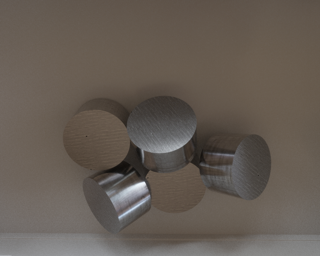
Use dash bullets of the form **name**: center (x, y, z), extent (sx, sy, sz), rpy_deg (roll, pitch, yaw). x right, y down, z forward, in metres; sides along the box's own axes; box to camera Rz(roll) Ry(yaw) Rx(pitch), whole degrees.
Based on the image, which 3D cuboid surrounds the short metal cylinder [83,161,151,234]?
- **short metal cylinder**: center (-0.057, 0.089, 0.405), extent (0.050, 0.080, 0.079), rpy_deg (-27, 115, -36)

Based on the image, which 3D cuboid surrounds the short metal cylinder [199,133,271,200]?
- **short metal cylinder**: center (0.096, 0.047, 0.393), extent (0.081, 0.050, 0.079), rpy_deg (-2, 93, -39)

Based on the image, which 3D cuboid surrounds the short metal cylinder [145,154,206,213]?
- **short metal cylinder**: center (0.019, 0.067, 0.421), extent (0.081, 0.050, 0.079), rpy_deg (0, 110, -1)

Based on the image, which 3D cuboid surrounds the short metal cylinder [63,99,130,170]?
- **short metal cylinder**: center (-0.077, 0.007, 0.397), extent (0.081, 0.050, 0.079), rpy_deg (0, 110, -1)

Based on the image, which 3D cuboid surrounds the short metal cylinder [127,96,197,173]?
- **short metal cylinder**: center (0.004, 0.008, 0.375), extent (0.080, 0.080, 0.050), rpy_deg (-8, 146, 2)
